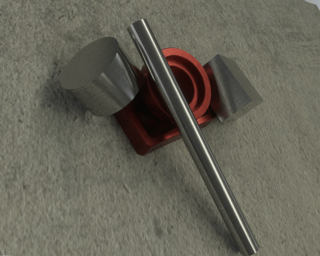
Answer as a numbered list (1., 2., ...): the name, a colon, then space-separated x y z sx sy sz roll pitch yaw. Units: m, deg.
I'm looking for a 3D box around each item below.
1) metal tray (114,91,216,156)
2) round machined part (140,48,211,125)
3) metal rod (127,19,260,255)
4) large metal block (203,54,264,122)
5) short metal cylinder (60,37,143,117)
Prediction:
1. metal tray: 0.006 -0.027 0.423 0.131 0.030 0.090 -23 74 -36
2. round machined part: 0.016 -0.051 0.404 0.099 0.042 0.098 10 72 -31
3. metal rod: 0.041 0.015 0.364 0.025 0.025 0.299 -31 96 -38
4. large metal block: 0.102 -0.058 0.460 0.080 0.050 0.080 58 27 13
5. short metal cylinder: -0.068 -0.060 0.363 0.050 0.080 0.080 50 39 -42
